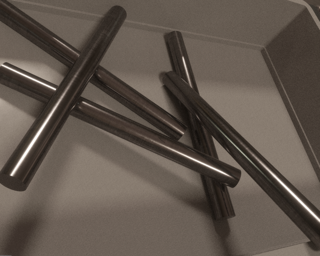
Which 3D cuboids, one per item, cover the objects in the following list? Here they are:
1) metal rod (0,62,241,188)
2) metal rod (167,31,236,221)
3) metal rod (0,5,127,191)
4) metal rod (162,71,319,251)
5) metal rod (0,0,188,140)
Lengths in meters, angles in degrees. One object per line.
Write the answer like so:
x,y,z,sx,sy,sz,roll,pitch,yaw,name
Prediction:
-0.042,0.000,0.366,0.301,0.025,0.025,25,53,-7,metal rod
0.052,-0.020,0.448,0.025,0.025,0.299,2,61,-28,metal rod
-0.092,-0.062,0.355,0.025,0.025,0.300,27,47,-12,metal rod
0.084,0.015,0.365,0.025,0.025,0.300,-6,40,-31,metal rod
-0.093,-0.077,0.403,0.301,0.025,0.025,34,51,-6,metal rod
